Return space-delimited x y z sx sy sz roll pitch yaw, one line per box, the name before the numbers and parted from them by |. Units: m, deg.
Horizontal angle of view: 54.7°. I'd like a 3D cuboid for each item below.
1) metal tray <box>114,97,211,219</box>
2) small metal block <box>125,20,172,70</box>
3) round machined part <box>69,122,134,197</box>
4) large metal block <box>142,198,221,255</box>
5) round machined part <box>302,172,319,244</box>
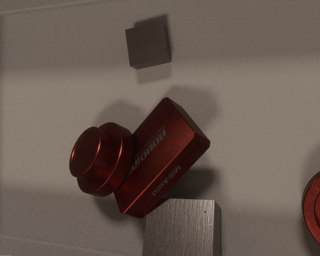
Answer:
metal tray | -0.009 0.035 0.384 0.130 0.030 0.090 -49 38 13
small metal block | -0.016 -0.110 0.415 0.050 0.025 0.050 -9 87 19
round machined part | -0.081 0.037 0.403 0.098 0.042 0.098 -27 49 37
large metal block | 0.028 0.130 0.371 0.080 0.050 0.080 -2 65 19
round machined part | 0.204 0.085 0.330 0.098 0.042 0.097 0 90 20
